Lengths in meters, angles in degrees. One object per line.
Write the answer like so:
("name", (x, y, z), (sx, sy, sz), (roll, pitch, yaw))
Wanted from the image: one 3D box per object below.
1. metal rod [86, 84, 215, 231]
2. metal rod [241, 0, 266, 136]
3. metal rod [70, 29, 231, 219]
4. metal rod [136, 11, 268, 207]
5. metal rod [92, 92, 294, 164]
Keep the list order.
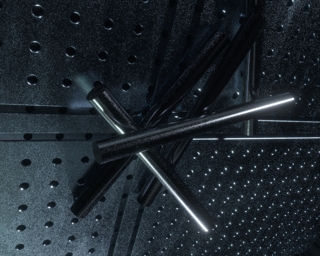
("metal rod", (0.005, 0.059, 0.414), (0.025, 0.025, 0.300), (-39, 126, -3))
("metal rod", (0.123, -0.116, 0.408), (0.025, 0.025, 0.298), (-21, 127, -16))
("metal rod", (-0.017, 0.000, 0.403), (0.025, 0.025, 0.299), (34, 99, -39))
("metal rod", (0.046, -0.011, 0.417), (0.025, 0.025, 0.298), (16, 114, -35))
("metal rod", (0.063, -0.008, 0.393), (0.303, 0.025, 0.025), (-15, 125, -29))
